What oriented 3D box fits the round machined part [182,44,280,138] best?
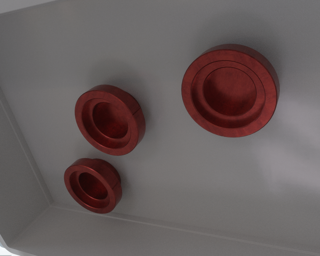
[{"bbox_3d":[0.076,-0.042,0.332,0.098,0.042,0.097,13,124,21],"label":"round machined part"}]

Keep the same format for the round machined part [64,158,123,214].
[{"bbox_3d":[-0.104,0.089,0.508,0.098,0.042,0.097,13,124,21],"label":"round machined part"}]

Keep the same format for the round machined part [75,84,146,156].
[{"bbox_3d":[-0.063,-0.014,0.422,0.098,0.042,0.097,13,124,21],"label":"round machined part"}]
